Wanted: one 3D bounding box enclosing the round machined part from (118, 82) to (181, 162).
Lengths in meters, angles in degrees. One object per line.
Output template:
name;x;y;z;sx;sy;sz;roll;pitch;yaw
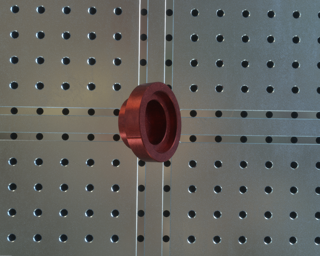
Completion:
round machined part;-0.015;-0.006;0.385;0.042;0.099;0.097;-2;90;31
